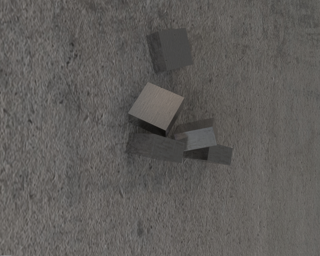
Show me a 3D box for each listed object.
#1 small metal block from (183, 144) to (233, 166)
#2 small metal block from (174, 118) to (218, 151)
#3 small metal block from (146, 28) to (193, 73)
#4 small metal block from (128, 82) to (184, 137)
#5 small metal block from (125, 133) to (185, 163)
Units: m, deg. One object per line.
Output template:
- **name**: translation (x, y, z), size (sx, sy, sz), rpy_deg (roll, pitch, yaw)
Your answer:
- **small metal block**: translation (0.067, 0.036, 0.444), size (0.050, 0.050, 0.025), rpy_deg (16, 80, -39)
- **small metal block**: translation (0.050, 0.008, 0.417), size (0.050, 0.050, 0.025), rpy_deg (-52, 129, -71)
- **small metal block**: translation (0.014, -0.104, 0.416), size (0.050, 0.025, 0.050), rpy_deg (-22, 104, -38)
- **small metal block**: translation (-0.004, -0.022, 0.382), size (0.050, 0.050, 0.025), rpy_deg (-60, 168, -23)
- **small metal block**: translation (-0.006, 0.024, 0.383), size (0.050, 0.050, 0.025), rpy_deg (18, 79, -39)
